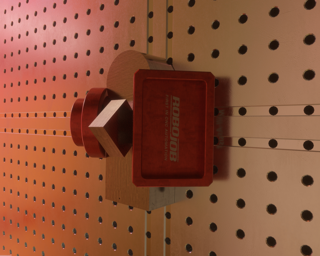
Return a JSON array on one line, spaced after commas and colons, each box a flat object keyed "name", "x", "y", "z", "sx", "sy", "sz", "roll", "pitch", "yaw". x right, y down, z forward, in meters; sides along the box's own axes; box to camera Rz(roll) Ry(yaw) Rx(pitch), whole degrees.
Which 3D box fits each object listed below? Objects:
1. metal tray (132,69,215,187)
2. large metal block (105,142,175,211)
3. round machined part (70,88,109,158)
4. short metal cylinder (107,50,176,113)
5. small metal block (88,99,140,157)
[{"name": "metal tray", "x": 0.014, "y": 0.001, "z": 0.357, "sx": 0.030, "sy": 0.091, "sz": 0.129, "roll": -174, "pitch": 85, "yaw": -83}, {"name": "large metal block", "x": -0.027, "y": 0.058, "z": 0.415, "sx": 0.080, "sy": 0.050, "sz": 0.079, "roll": 3, "pitch": 92, "yaw": 40}, {"name": "round machined part", "x": -0.093, "y": -0.007, "z": 0.433, "sx": 0.042, "sy": 0.098, "sz": 0.097, "roll": 1, "pitch": 91, "yaw": 7}, {"name": "short metal cylinder", "x": -0.025, "y": -0.059, "z": 0.413, "sx": 0.080, "sy": 0.050, "sz": 0.080, "roll": 0, "pitch": 90, "yaw": 40}, {"name": "small metal block", "x": -0.052, "y": 0.000, "z": 0.381, "sx": 0.025, "sy": 0.050, "sz": 0.050, "roll": 0, "pitch": 132, "yaw": 37}]
